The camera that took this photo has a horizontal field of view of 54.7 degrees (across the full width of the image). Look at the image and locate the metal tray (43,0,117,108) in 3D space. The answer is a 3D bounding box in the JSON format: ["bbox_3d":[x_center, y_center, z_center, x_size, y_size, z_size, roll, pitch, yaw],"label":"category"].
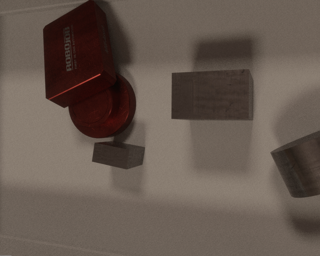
[{"bbox_3d":[-0.113,-0.102,0.423,0.090,0.030,0.130,-22,62,18],"label":"metal tray"}]

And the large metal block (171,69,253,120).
[{"bbox_3d":[0.064,-0.034,0.358,0.080,0.080,0.050,1,90,19],"label":"large metal block"}]

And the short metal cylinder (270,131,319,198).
[{"bbox_3d":[0.165,0.033,0.323,0.080,0.080,0.050,-26,82,18],"label":"short metal cylinder"}]

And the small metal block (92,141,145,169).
[{"bbox_3d":[-0.054,0.035,0.415,0.050,0.050,0.025,10,94,19],"label":"small metal block"}]

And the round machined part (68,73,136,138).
[{"bbox_3d":[-0.087,-0.034,0.431,0.098,0.042,0.097,0,90,19],"label":"round machined part"}]
